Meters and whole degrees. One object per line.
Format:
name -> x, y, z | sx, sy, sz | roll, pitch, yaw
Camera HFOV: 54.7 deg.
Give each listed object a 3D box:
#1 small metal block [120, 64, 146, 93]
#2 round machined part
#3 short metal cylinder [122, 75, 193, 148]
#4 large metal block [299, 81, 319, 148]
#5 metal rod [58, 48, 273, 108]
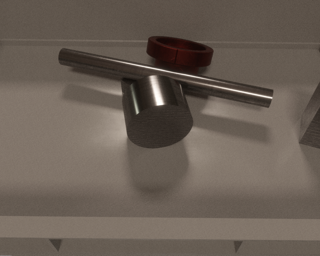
small metal block -> -0.022, -0.064, 0.458 | 0.050, 0.025, 0.050 | 35, 58, 26
round machined part -> 0.028, -0.106, 0.467 | 0.099, 0.042, 0.098 | 9, 25, -4
short metal cylinder -> -0.004, -0.019, 0.385 | 0.081, 0.080, 0.050 | -8, 51, -7
large metal block -> 0.229, -0.013, 0.383 | 0.080, 0.080, 0.050 | 15, 52, 12
metal rod -> 0.001, -0.072, 0.433 | 0.301, 0.025, 0.025 | 13, 51, 10
